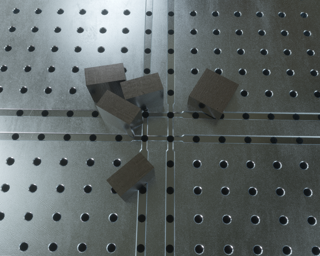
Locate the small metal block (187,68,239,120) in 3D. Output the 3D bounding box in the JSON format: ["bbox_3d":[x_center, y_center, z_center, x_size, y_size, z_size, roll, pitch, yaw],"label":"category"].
[{"bbox_3d":[0.073,-0.047,0.429,0.050,0.025,0.050,29,73,10],"label":"small metal block"}]

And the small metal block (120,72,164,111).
[{"bbox_3d":[-0.023,-0.045,0.415,0.050,0.050,0.025,-16,71,-6],"label":"small metal block"}]

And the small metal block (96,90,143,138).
[{"bbox_3d":[-0.051,-0.018,0.405,0.050,0.050,0.025,30,73,10],"label":"small metal block"}]

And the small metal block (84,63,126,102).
[{"bbox_3d":[-0.071,-0.061,0.420,0.050,0.050,0.025,-9,71,-3],"label":"small metal block"}]

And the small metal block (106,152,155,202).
[{"bbox_3d":[-0.034,0.061,0.376,0.050,0.050,0.025,-40,75,-13],"label":"small metal block"}]
